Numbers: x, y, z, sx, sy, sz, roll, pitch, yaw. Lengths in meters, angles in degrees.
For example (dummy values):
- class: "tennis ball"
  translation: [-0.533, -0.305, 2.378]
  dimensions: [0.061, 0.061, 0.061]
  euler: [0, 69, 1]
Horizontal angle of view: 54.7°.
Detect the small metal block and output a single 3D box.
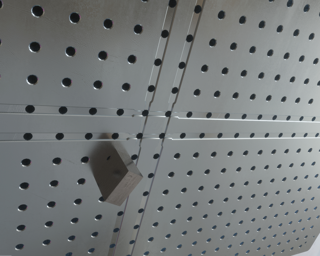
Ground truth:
- class: "small metal block"
  translation: [-0.055, 0.065, 0.406]
  dimensions: [0.025, 0.050, 0.050]
  euler: [31, 101, -38]
